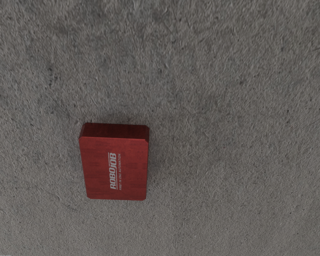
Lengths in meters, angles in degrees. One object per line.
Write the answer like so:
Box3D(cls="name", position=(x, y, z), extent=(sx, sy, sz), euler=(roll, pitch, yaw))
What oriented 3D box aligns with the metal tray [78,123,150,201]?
Box3D(cls="metal tray", position=(-0.063, 0.053, 0.448), extent=(0.091, 0.030, 0.129), euler=(2, 130, -3))
